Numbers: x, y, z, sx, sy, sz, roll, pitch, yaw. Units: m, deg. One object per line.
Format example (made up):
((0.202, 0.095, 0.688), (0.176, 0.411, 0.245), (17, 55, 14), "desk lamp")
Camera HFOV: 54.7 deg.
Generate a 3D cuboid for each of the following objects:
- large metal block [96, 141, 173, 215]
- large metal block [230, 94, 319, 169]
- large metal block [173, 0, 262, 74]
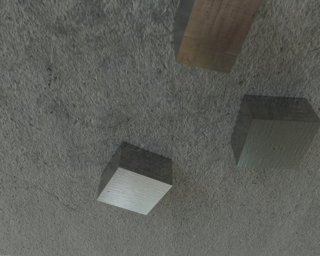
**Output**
((-0.037, 0.075, 0.455), (0.080, 0.050, 0.080), (22, 127, -18), "large metal block")
((0.143, 0.006, 0.397), (0.081, 0.050, 0.079), (3, 130, -3), "large metal block")
((0.048, -0.108, 0.279), (0.050, 0.080, 0.079), (11, 129, -9), "large metal block")
